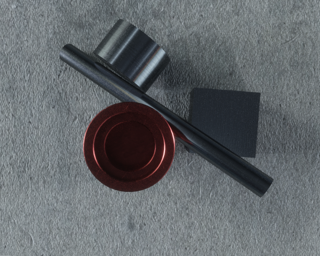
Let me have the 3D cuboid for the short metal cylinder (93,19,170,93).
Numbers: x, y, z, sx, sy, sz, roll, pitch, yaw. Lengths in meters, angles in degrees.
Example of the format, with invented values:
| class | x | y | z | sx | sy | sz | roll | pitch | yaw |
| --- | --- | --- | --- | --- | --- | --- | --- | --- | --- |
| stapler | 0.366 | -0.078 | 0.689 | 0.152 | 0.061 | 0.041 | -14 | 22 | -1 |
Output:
| class | x | y | z | sx | sy | sz | roll | pitch | yaw |
| --- | --- | --- | --- | --- | --- | --- | --- | --- | --- |
| short metal cylinder | -0.035 | -0.087 | 0.383 | 0.080 | 0.080 | 0.050 | 37 | 90 | -1 |

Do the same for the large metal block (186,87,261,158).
| class | x | y | z | sx | sy | sz | roll | pitch | yaw |
| --- | --- | --- | --- | --- | --- | --- | --- | --- | --- |
| large metal block | 0.079 | -0.007 | 0.400 | 0.081 | 0.050 | 0.079 | 4 | 90 | -1 |

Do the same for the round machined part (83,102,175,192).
| class | x | y | z | sx | sy | sz | roll | pitch | yaw |
| --- | --- | --- | --- | --- | --- | --- | --- | --- | --- |
| round machined part | -0.033 | 0.020 | 0.353 | 0.099 | 0.042 | 0.097 | 0 | 91 | -1 |

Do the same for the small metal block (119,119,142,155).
| class | x | y | z | sx | sy | sz | roll | pitch | yaw |
| --- | --- | --- | --- | --- | --- | --- | --- | --- | --- |
| small metal block | -0.037 | 0.008 | 0.399 | 0.025 | 0.050 | 0.050 | -2 | 90 | 0 |

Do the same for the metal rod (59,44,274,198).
| class | x | y | z | sx | sy | sz | roll | pitch | yaw |
| --- | --- | --- | --- | --- | --- | --- | --- | --- | --- |
| metal rod | -0.003 | -0.017 | 0.374 | 0.300 | 0.025 | 0.025 | 35 | 90 | 14 |
